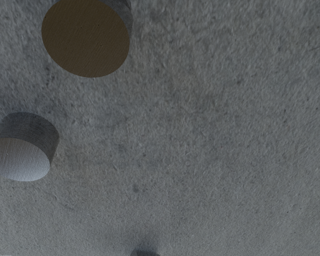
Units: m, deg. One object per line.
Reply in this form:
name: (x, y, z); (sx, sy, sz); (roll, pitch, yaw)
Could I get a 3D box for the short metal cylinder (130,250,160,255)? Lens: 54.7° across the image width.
short metal cylinder: (-0.034, 0.290, 0.617); (0.050, 0.080, 0.079); (16, 128, -14)

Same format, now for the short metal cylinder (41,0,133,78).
short metal cylinder: (-0.069, -0.097, 0.307); (0.081, 0.050, 0.079); (0, 130, 0)

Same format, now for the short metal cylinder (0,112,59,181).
short metal cylinder: (-0.181, 0.026, 0.410); (0.081, 0.050, 0.079); (0, 130, 0)
